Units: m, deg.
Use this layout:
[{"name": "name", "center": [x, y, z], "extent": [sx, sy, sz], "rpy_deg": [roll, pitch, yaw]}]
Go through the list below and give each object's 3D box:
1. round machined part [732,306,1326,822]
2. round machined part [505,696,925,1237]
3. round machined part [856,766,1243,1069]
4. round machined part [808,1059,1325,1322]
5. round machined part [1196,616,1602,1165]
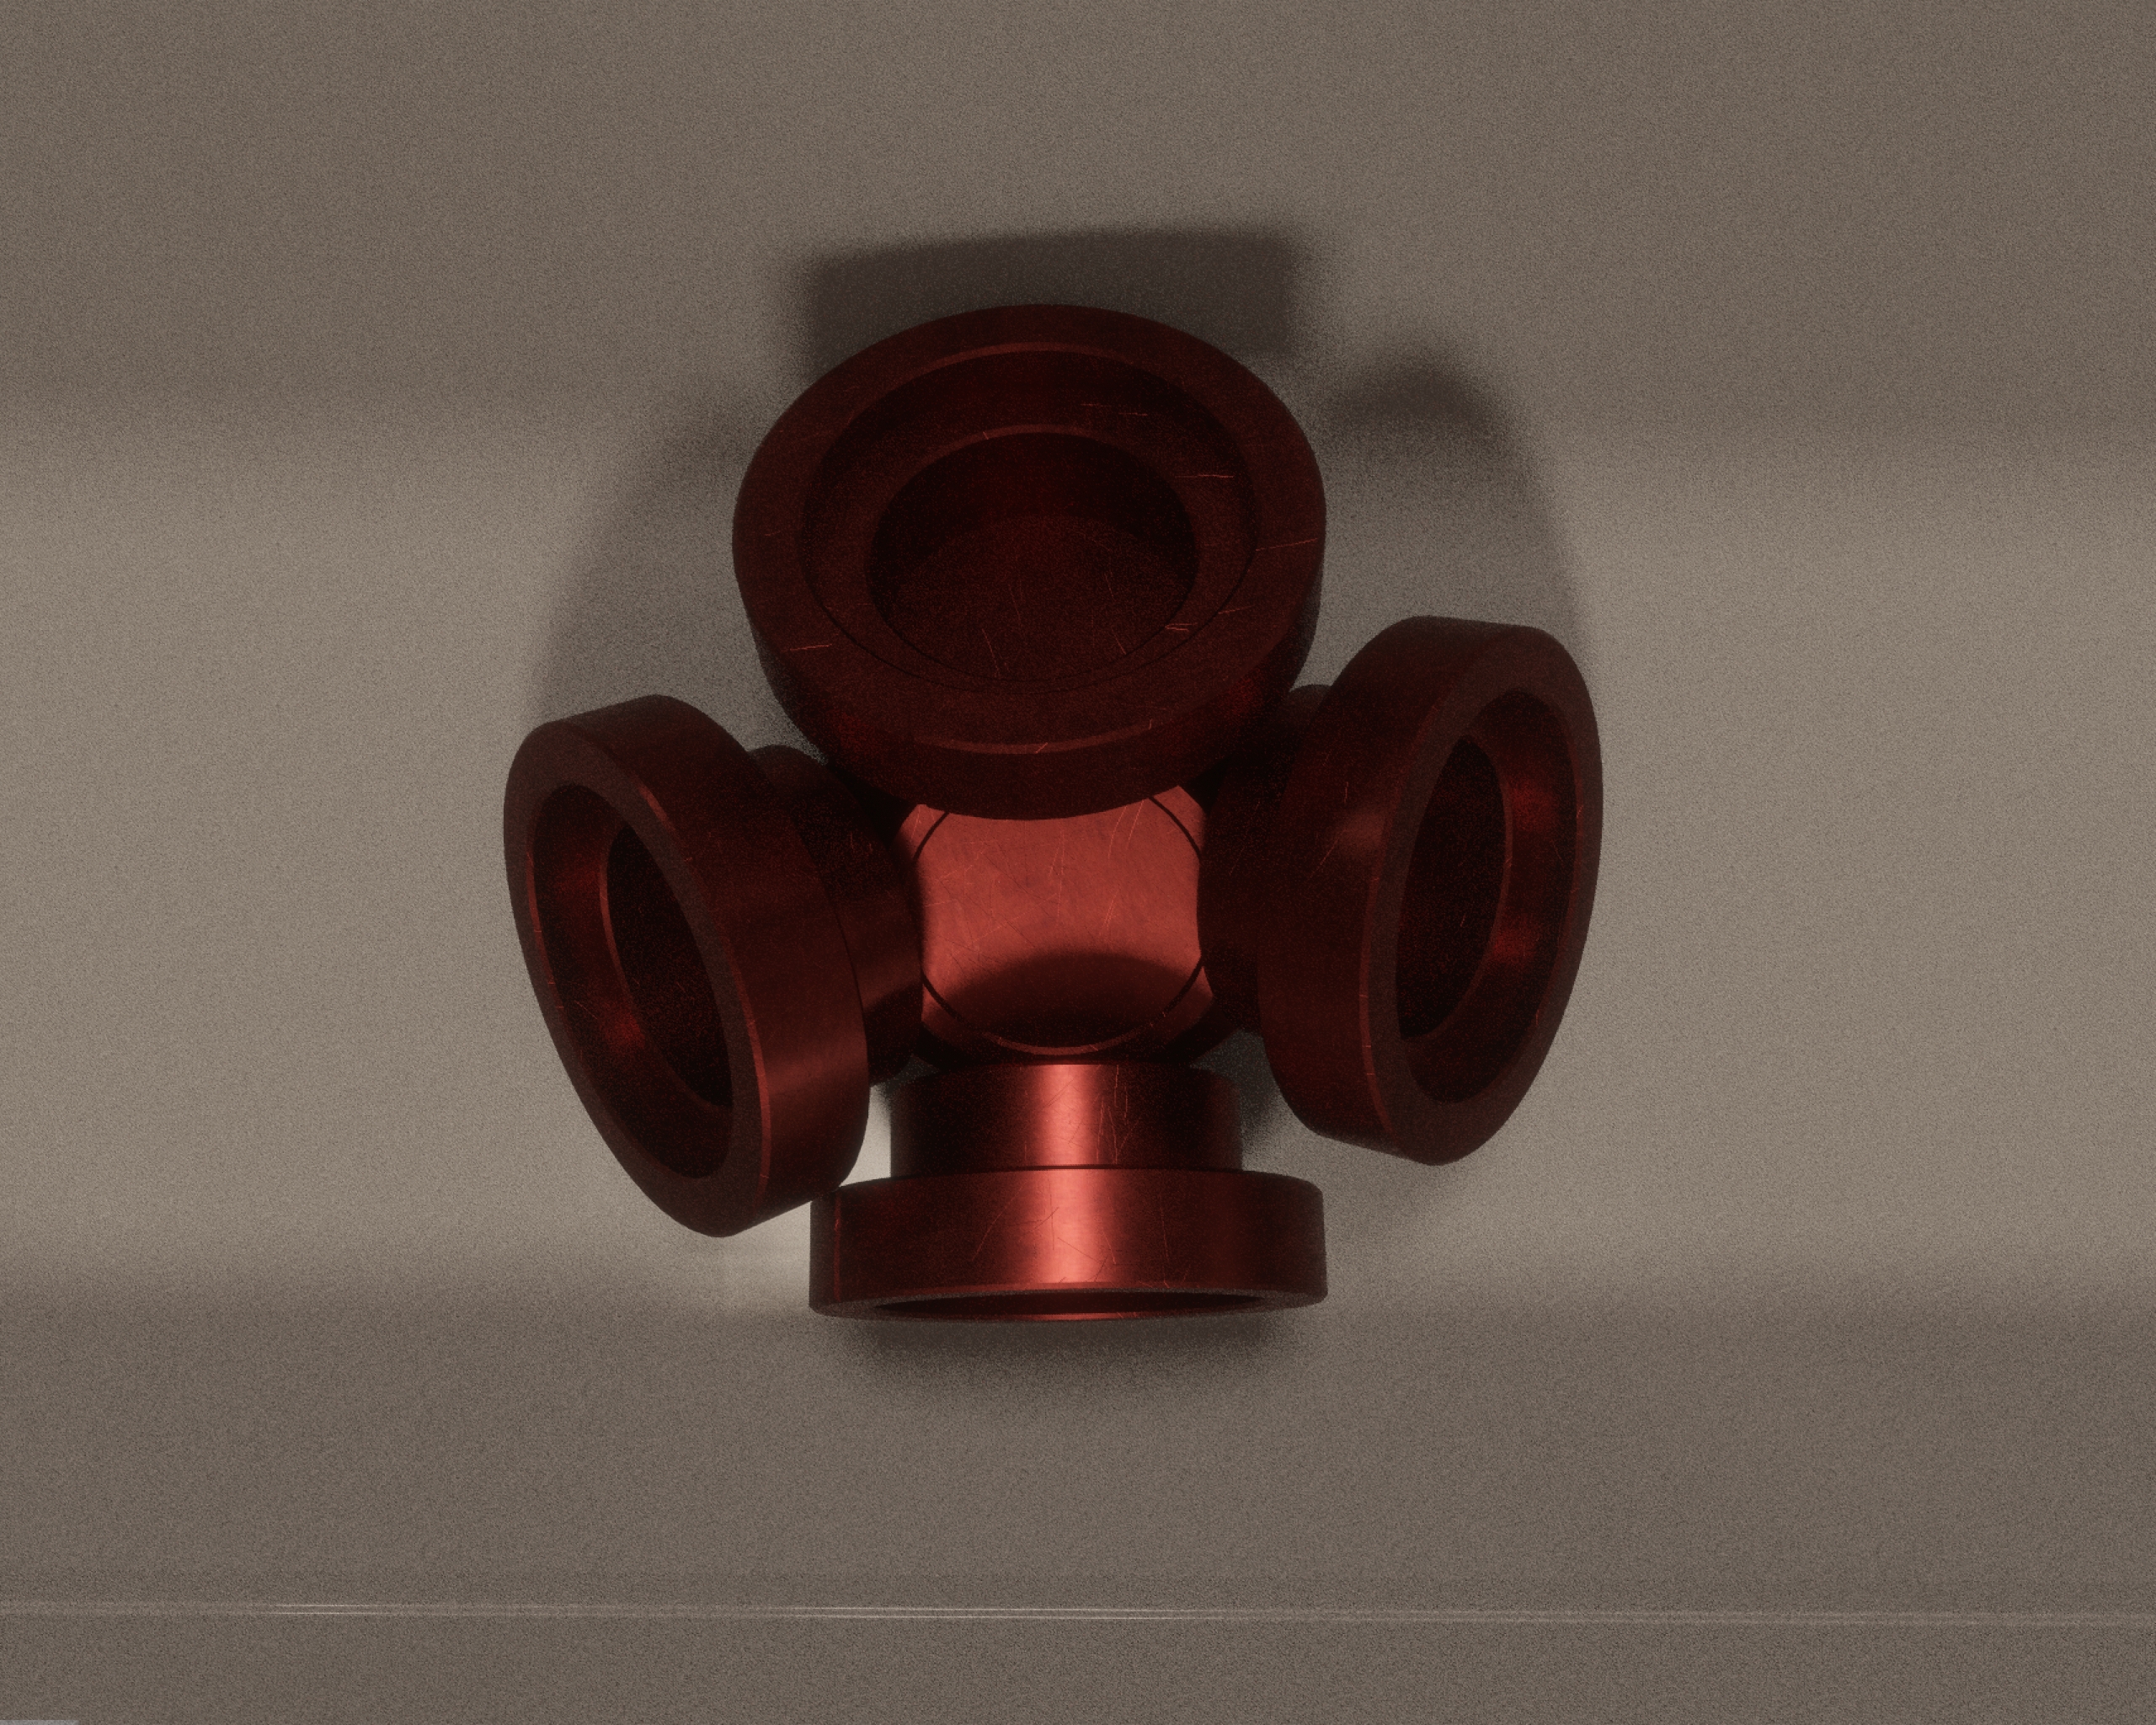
[{"name": "round machined part", "center": [-0.007, -0.047, 0.363], "extent": [0.099, 0.098, 0.042], "rpy_deg": [-3, 148, 1]}, {"name": "round machined part", "center": [-0.065, 0.016, 0.386], "extent": [0.042, 0.098, 0.097], "rpy_deg": [-21, 114, -33]}, {"name": "round machined part", "center": [-0.004, 0.002, 0.401], "extent": [0.099, 0.042, 0.097], "rpy_deg": [0, 110, -1]}, {"name": "round machined part", "center": [-0.002, 0.065, 0.404], "extent": [0.099, 0.098, 0.042], "rpy_deg": [-1, 74, 0]}, {"name": "round machined part", "center": [0.057, 0.003, 0.383], "extent": [0.042, 0.099, 0.097], "rpy_deg": [12, 115, 34]}]
